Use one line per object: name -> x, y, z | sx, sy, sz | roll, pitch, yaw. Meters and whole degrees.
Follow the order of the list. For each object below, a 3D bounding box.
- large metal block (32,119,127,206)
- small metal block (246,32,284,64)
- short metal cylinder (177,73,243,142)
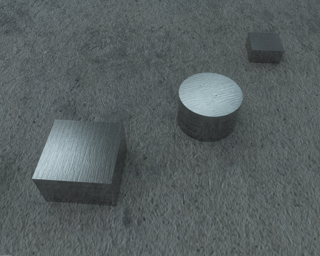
large metal block -> -0.085, 0.039, 0.354 | 0.080, 0.050, 0.080 | 3, 50, 3
small metal block -> 0.174, -0.134, 0.517 | 0.050, 0.025, 0.050 | 3, 50, 2
short metal cylinder -> 0.064, -0.028, 0.411 | 0.081, 0.050, 0.080 | 0, 50, 0
